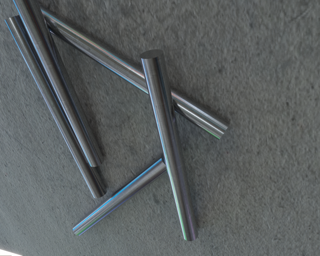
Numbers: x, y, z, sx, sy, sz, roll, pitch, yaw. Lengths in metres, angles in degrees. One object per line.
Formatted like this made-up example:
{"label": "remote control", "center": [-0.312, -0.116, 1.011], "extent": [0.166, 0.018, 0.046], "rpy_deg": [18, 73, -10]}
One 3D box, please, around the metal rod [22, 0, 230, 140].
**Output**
{"label": "metal rod", "center": [-0.049, -0.077, 0.383], "extent": [0.301, 0.025, 0.025], "rpy_deg": [33, 129, 6]}

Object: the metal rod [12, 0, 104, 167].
{"label": "metal rod", "center": [-0.134, -0.067, 0.410], "extent": [0.025, 0.025, 0.298], "rpy_deg": [3, 127, 26]}

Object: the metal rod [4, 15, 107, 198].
{"label": "metal rod", "center": [-0.149, -0.019, 0.471], "extent": [0.025, 0.025, 0.298], "rpy_deg": [-6, 116, 31]}

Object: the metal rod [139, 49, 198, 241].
{"label": "metal rod", "center": [0.019, 0.045, 0.401], "extent": [0.025, 0.025, 0.298], "rpy_deg": [5, 128, 25]}

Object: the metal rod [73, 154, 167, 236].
{"label": "metal rod", "center": [-0.074, 0.122, 0.518], "extent": [0.025, 0.025, 0.299], "rpy_deg": [45, 129, -3]}
